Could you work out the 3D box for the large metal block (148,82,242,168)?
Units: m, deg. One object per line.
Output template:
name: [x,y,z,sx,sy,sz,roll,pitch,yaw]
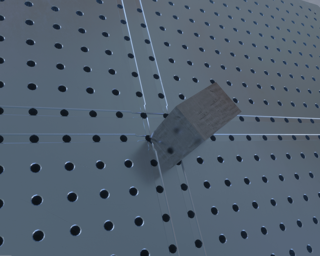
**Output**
large metal block: [0.044,-0.004,0.398,0.081,0.080,0.050,-33,80,-38]
